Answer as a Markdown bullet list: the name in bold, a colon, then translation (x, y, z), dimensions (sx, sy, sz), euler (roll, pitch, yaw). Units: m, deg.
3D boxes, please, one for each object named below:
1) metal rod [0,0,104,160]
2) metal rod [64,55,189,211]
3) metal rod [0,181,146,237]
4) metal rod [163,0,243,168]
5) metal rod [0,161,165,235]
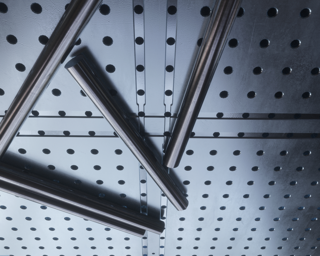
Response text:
- **metal rod**: translation (-0.146, -0.052, 0.364), dimensions (0.025, 0.025, 0.299), euler (31, 124, -24)
- **metal rod**: translation (-0.030, 0.027, 0.434), dimensions (0.025, 0.025, 0.299), euler (-21, 128, 16)
- **metal rod**: translation (-0.158, 0.127, 0.517), dimensions (0.301, 0.025, 0.025), euler (26, 125, -21)
- **metal rod**: translation (0.049, -0.061, 0.360), dimensions (0.025, 0.025, 0.298), euler (9, 130, -9)
- **metal rod**: translation (-0.124, 0.121, 0.512), dimensions (0.301, 0.025, 0.025), euler (26, 125, -21)
